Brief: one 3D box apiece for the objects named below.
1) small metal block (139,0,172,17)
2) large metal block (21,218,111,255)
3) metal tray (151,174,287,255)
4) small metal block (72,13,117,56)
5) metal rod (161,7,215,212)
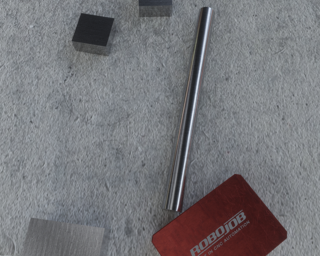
[{"bbox_3d":[-0.007,-0.202,0.482,0.050,0.025,0.050,-2,70,-1],"label":"small metal block"},{"bbox_3d":[-0.104,0.147,0.340,0.080,0.050,0.080,8,70,2],"label":"large metal block"},{"bbox_3d":[0.067,0.127,0.360,0.131,0.030,0.090,-34,74,-12],"label":"metal tray"},{"bbox_3d":[-0.096,-0.138,0.457,0.050,0.025,0.050,10,70,3],"label":"small metal block"},{"bbox_3d":[0.042,-0.038,0.422,0.025,0.025,0.299,11,70,3],"label":"metal rod"}]
